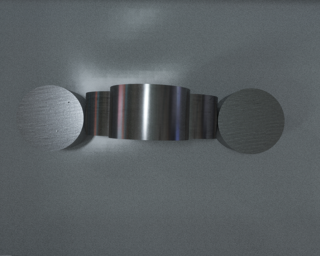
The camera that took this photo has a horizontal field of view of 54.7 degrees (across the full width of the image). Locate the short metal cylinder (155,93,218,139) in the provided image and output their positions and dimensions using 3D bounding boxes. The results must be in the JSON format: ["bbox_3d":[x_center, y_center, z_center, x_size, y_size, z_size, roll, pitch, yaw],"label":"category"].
[{"bbox_3d":[0.030,-0.013,0.382,0.081,0.080,0.050,2,90,0],"label":"short metal cylinder"}]

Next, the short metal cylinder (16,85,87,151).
[{"bbox_3d":[-0.132,-0.012,0.396,0.081,0.050,0.080,0,90,0],"label":"short metal cylinder"}]

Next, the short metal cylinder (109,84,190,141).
[{"bbox_3d":[-0.010,-0.014,0.313,0.081,0.080,0.050,2,90,0],"label":"short metal cylinder"}]

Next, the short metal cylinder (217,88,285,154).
[{"bbox_3d":[0.110,-0.008,0.398,0.081,0.050,0.080,0,90,0],"label":"short metal cylinder"}]

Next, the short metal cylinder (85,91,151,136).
[{"bbox_3d":[-0.051,-0.016,0.381,0.081,0.080,0.050,2,90,0],"label":"short metal cylinder"}]
